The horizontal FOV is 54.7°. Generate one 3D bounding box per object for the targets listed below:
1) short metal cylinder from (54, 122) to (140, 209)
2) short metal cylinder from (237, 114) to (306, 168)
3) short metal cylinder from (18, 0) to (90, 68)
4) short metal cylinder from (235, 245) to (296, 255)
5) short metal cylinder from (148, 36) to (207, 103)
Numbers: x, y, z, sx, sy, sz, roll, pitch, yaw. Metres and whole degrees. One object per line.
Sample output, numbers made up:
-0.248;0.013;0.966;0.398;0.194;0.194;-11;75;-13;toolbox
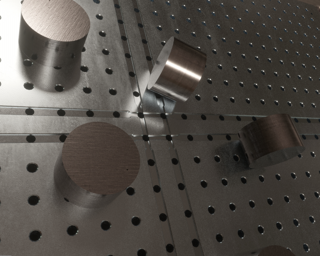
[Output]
-0.068;0.040;0.332;0.081;0.050;0.080;14;56;-21;short metal cylinder
0.160;0.021;0.449;0.081;0.080;0.050;0;62;-29;short metal cylinder
-0.135;-0.125;0.396;0.081;0.050;0.080;14;56;-21;short metal cylinder
0.122;0.179;0.351;0.081;0.050;0.080;14;56;-21;short metal cylinder
0.023;-0.081;0.436;0.050;0.080;0.080;23;53;-15;short metal cylinder
